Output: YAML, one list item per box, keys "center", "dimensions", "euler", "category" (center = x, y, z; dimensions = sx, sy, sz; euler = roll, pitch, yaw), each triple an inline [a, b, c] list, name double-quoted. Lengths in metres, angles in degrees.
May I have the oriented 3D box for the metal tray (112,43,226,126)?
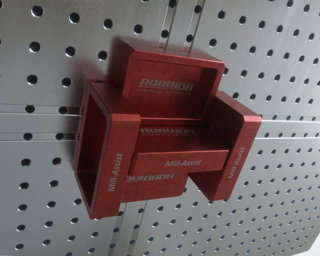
- center: [0.010, -0.049, 0.384]
  dimensions: [0.131, 0.030, 0.089]
  euler: [0, 118, -29]
  category: "metal tray"

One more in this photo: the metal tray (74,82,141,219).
- center: [-0.065, 0.024, 0.349]
  dimensions: [0.030, 0.090, 0.129]
  euler: [1, 118, -29]
  category: "metal tray"

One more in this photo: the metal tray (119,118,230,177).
- center: [0.008, 0.018, 0.384]
  dimensions: [0.131, 0.090, 0.030]
  euler: [1, 118, -29]
  category: "metal tray"

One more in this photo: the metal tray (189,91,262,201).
- center: [0.078, 0.023, 0.427]
  dimensions: [0.030, 0.090, 0.129]
  euler: [1, 118, -29]
  category: "metal tray"

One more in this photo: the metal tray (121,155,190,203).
- center: [-0.019, 0.057, 0.433]
  dimensions: [0.131, 0.030, 0.089]
  euler: [0, 118, -29]
  category: "metal tray"
